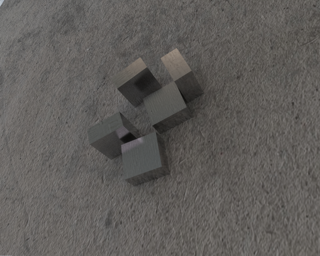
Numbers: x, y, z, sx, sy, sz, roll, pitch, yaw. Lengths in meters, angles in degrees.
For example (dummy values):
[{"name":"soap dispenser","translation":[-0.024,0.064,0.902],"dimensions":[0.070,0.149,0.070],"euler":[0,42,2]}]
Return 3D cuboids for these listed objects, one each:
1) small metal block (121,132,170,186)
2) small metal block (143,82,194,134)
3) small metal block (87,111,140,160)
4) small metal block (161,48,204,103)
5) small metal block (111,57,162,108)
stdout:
[{"name":"small metal block","translation":[-0.019,0.039,0.390],"dimensions":[0.050,0.025,0.050],"euler":[-21,54,15]},{"name":"small metal block","translation":[0.010,-0.027,0.415],"dimensions":[0.050,0.025,0.050],"euler":[-28,52,10]},{"name":"small metal block","translation":[-0.060,0.011,0.412],"dimensions":[0.050,0.050,0.025],"euler":[-28,52,10]},{"name":"small metal block","translation":[0.030,-0.070,0.415],"dimensions":[0.025,0.050,0.050],"euler":[-31,52,8]},{"name":"small metal block","translation":[-0.032,-0.064,0.444],"dimensions":[0.050,0.050,0.025],"euler":[-35,51,5]}]
